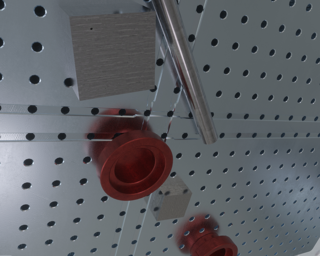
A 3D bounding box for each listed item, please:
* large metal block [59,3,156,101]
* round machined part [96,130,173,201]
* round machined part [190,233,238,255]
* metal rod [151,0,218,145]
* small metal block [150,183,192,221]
[{"bbox_3d":[-0.052,-0.080,0.317,0.081,0.050,0.079,-12,124,-22],"label":"large metal block"},{"bbox_3d":[-0.036,0.044,0.408,0.099,0.042,0.097,-14,124,-21],"label":"round machined part"},{"bbox_3d":[0.100,0.247,0.607,0.099,0.042,0.097,-14,124,-21],"label":"round machined part"},{"bbox_3d":[0.025,-0.091,0.368,0.025,0.025,0.299,-31,129,-8],"label":"metal rod"},{"bbox_3d":[0.018,0.118,0.494,0.050,0.025,0.050,1,118,-29],"label":"small metal block"}]
